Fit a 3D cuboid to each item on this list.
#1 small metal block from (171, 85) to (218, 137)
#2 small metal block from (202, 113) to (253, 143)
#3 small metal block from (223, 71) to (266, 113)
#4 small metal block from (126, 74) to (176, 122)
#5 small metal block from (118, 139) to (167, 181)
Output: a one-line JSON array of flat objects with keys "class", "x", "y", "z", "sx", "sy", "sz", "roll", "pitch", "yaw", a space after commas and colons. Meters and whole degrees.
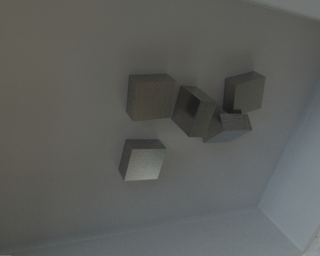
[{"class": "small metal block", "x": 0.043, "y": -0.022, "z": 0.402, "sx": 0.025, "sy": 0.050, "sz": 0.050, "roll": 1, "pitch": 118, "yaw": -29}, {"class": "small metal block", "x": 0.093, "y": 0.001, "z": 0.443, "sx": 0.050, "sy": 0.025, "sz": 0.050, "roll": -1, "pitch": 159, "yaw": -28}, {"class": "small metal block", "x": 0.120, "y": -0.049, "z": 0.443, "sx": 0.050, "sy": 0.025, "sz": 0.050, "roll": -16, "pitch": 125, "yaw": -19}, {"class": "small metal block", "x": -0.012, "y": -0.038, "z": 0.379, "sx": 0.050, "sy": 0.025, "sz": 0.050, "roll": -7, "pitch": 122, "yaw": -25}, {"class": "small metal block", "x": -0.024, "y": 0.043, "z": 0.422, "sx": 0.050, "sy": 0.025, "sz": 0.050, "roll": 2, "pitch": 118, "yaw": -29}]
